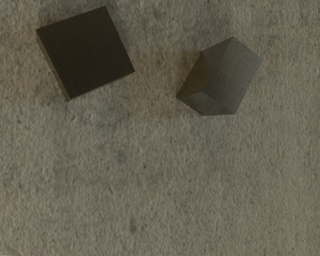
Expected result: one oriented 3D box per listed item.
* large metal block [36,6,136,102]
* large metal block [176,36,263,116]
[{"bbox_3d":[-0.088,-0.084,0.364,0.081,0.050,0.080,-27,99,-18],"label":"large metal block"},{"bbox_3d":[0.075,-0.064,0.409,0.050,0.080,0.080,33,79,-18],"label":"large metal block"}]
